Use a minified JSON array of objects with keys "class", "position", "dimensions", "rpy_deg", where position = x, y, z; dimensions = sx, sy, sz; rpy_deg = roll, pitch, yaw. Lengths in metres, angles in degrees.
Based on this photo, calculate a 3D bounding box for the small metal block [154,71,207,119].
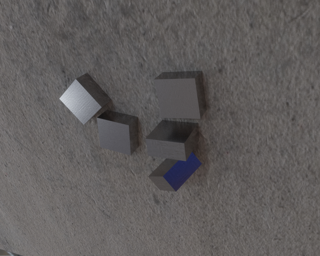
[{"class":"small metal block","position":[0.025,-0.039,0.368],"dimensions":[0.050,0.025,0.050],"rpy_deg":[3,120,26]}]

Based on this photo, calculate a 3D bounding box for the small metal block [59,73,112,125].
[{"class":"small metal block","position":[-0.105,-0.040,0.435],"dimensions":[0.050,0.025,0.050],"rpy_deg":[48,128,-6]}]

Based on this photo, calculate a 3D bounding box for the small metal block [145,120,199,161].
[{"class":"small metal block","position":[0.017,0.014,0.389],"dimensions":[0.050,0.050,0.025],"rpy_deg":[6,121,25]}]

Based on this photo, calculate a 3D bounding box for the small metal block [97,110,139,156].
[{"class":"small metal block","position":[-0.059,0.006,0.440],"dimensions":[0.050,0.025,0.050],"rpy_deg":[13,124,20]}]

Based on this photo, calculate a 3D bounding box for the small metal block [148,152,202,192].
[{"class":"small metal block","position":[0.019,0.055,0.402],"dimensions":[0.025,0.050,0.050],"rpy_deg":[51,157,-8]}]
